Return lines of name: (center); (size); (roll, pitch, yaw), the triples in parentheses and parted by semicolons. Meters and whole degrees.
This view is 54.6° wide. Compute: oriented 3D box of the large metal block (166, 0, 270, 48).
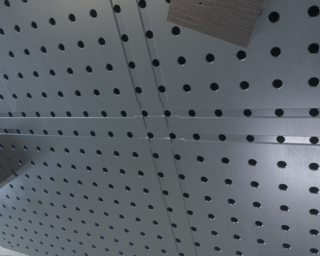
large metal block: (0.060, -0.130, 0.283); (0.080, 0.050, 0.079); (24, 127, 14)

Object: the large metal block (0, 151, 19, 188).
large metal block: (-0.351, 0.087, 0.636); (0.080, 0.050, 0.080); (48, 129, -6)
